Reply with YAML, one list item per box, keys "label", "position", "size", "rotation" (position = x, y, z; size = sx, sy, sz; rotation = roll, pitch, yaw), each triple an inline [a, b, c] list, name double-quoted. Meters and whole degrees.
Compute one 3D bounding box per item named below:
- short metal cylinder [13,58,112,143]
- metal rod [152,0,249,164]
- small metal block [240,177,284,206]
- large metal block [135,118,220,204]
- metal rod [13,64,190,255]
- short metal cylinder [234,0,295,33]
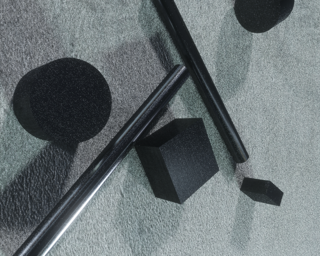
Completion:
- label: "short metal cylinder"
  position: [-0.096, -0.026, 0.308]
  size: [0.081, 0.050, 0.080]
  rotation: [0, 90, -40]
- label: "metal rod"
  position: [0.066, -0.066, 0.459]
  size: [0.025, 0.025, 0.299]
  rotation: [-46, 118, -30]
- label: "small metal block"
  position: [0.176, 0.110, 0.536]
  size: [0.050, 0.050, 0.025]
  rotation: [38, 67, -34]
- label: "large metal block"
  position: [0.024, 0.040, 0.409]
  size: [0.081, 0.050, 0.080]
  rotation: [-33, 111, -35]
- label: "metal rod"
  position: [-0.052, 0.028, 0.361]
  size: [0.301, 0.025, 0.025]
  rotation: [-52, 121, -27]
- label: "short metal cylinder"
  position: [0.172, -0.204, 0.512]
  size: [0.050, 0.080, 0.080]
  rotation: [-37, 113, -34]
